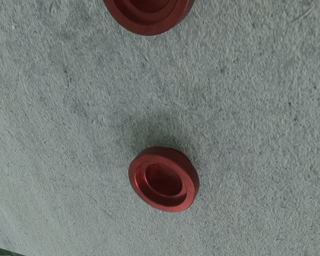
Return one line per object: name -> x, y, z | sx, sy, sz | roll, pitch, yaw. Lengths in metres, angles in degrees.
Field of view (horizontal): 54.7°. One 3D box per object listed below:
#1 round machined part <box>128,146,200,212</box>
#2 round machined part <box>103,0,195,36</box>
round machined part -> 0.009, 0.067, 0.432 | 0.098, 0.042, 0.097 | 13, 124, 21
round machined part -> -0.009, -0.146, 0.310 | 0.098, 0.042, 0.097 | 13, 124, 21
